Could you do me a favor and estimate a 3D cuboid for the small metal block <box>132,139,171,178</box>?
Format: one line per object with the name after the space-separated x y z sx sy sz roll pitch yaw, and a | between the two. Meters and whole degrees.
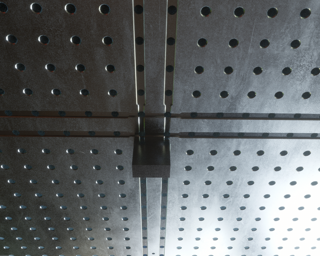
-0.012 0.042 0.431 0.050 0.050 0.025 1 130 -1 | small metal block
